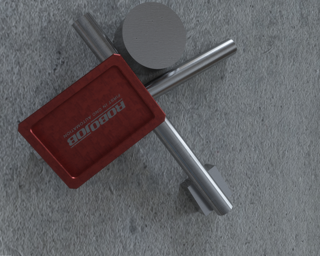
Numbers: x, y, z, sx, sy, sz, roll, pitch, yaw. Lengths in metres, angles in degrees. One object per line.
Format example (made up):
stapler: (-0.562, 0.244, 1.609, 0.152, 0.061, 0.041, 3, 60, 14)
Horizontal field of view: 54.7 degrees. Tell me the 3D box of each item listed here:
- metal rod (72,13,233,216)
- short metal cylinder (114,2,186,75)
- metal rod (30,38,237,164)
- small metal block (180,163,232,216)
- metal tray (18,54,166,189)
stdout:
metal rod: (-0.001, -0.007, 0.385, 0.025, 0.025, 0.300, -41, 103, -16)
short metal cylinder: (-0.014, -0.110, 0.392, 0.081, 0.050, 0.079, 0, 90, -21)
metal rod: (-0.020, -0.044, 0.404, 0.302, 0.025, 0.025, -31, 101, -18)
small metal block: (0.065, 0.086, 0.435, 0.050, 0.025, 0.050, -35, 102, -17)
metal tray: (-0.071, -0.008, 0.341, 0.130, 0.030, 0.090, -38, 102, -4)
